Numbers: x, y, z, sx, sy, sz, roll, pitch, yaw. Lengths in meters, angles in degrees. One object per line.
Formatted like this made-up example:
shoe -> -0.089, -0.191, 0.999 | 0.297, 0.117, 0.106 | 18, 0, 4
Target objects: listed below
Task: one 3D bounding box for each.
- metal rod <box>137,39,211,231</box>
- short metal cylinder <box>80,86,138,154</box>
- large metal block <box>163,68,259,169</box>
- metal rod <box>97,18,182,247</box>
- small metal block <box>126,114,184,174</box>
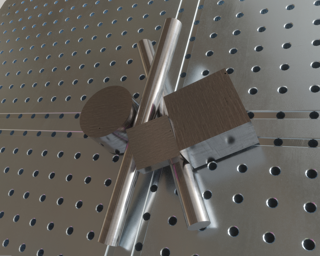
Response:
metal rod -> 0.008, -0.015, 0.409 | 0.025, 0.025, 0.299 | -25, 53, 13
short metal cylinder -> -0.062, -0.011, 0.427 | 0.080, 0.050, 0.080 | -13, 57, 20
large metal block -> 0.058, -0.011, 0.363 | 0.080, 0.050, 0.080 | -24, 53, 13
metal rod -> -0.021, -0.007, 0.393 | 0.025, 0.025, 0.299 | 7, 73, 31
small metal block -> -0.006, 0.019, 0.354 | 0.050, 0.025, 0.050 | -20, 69, 6
